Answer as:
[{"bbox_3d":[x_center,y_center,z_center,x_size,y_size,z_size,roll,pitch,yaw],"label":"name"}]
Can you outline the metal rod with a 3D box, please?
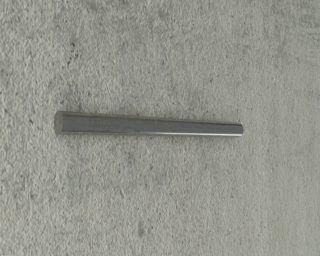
[{"bbox_3d":[0.011,-0.001,0.415,0.302,0.025,0.025,2,89,-40],"label":"metal rod"}]
